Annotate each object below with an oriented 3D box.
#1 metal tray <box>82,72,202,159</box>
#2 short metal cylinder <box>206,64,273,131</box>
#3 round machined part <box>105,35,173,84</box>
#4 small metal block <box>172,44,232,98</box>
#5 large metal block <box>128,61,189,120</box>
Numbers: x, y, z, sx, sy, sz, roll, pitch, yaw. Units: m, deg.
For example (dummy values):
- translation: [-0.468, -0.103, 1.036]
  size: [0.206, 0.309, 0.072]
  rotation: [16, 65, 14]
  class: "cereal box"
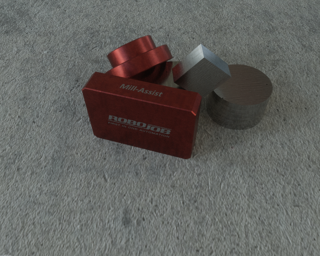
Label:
- translation: [-0.021, -0.013, 0.373]
  size: [0.131, 0.090, 0.030]
  rotation: [13, 52, 10]
  class: "metal tray"
- translation: [0.107, -0.043, 0.426]
  size: [0.081, 0.050, 0.080]
  rotation: [0, 50, 0]
  class: "short metal cylinder"
- translation: [-0.035, -0.097, 0.438]
  size: [0.099, 0.098, 0.042]
  rotation: [-30, 100, -23]
  class: "round machined part"
- translation: [0.052, -0.069, 0.388]
  size: [0.050, 0.050, 0.025]
  rotation: [26, 43, -34]
  class: "small metal block"
- translation: [-0.003, -0.047, 0.430]
  size: [0.081, 0.050, 0.080]
  rotation: [-1, 50, -1]
  class: "large metal block"
